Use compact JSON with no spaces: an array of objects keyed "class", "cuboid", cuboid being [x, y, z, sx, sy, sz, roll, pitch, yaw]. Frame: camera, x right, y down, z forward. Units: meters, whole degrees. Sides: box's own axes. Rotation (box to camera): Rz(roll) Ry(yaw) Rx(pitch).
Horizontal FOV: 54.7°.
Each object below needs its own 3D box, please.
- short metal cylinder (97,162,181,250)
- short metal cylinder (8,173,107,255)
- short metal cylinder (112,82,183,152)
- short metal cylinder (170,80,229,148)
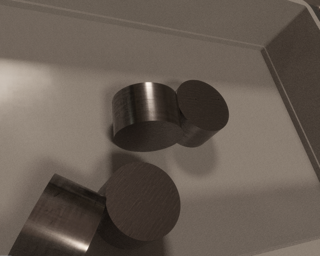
[{"class":"short metal cylinder","cuboid":[-0.026,0.082,0.327,0.081,0.050,0.080,14,56,-21]},{"class":"short metal cylinder","cuboid":[-0.088,0.087,0.271,0.050,0.080,0.080,28,52,-11]},{"class":"short metal cylinder","cuboid":[-0.016,-0.010,0.370,0.081,0.080,0.050,7,59,-25]},{"class":"short metal cylinder","cuboid":[0.047,-0.019,0.429,0.081,0.050,0.080,14,56,-21]}]
